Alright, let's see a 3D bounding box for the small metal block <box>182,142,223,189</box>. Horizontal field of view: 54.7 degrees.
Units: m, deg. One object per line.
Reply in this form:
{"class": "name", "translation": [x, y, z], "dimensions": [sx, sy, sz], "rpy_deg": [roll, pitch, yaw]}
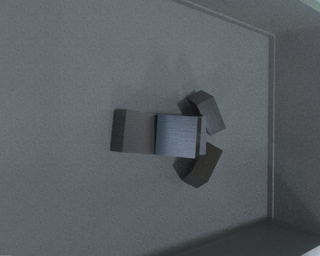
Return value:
{"class": "small metal block", "translation": [0.059, 0.053, 0.437], "dimensions": [0.025, 0.050, 0.050], "rpy_deg": [31, 66, 1]}

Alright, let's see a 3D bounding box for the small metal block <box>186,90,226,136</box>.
{"class": "small metal block", "translation": [0.065, -0.023, 0.442], "dimensions": [0.025, 0.050, 0.050], "rpy_deg": [-27, 111, -3]}

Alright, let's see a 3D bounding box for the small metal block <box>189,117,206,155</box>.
{"class": "small metal block", "translation": [0.035, 0.010, 0.420], "dimensions": [0.025, 0.050, 0.050], "rpy_deg": [1, 89, -40]}

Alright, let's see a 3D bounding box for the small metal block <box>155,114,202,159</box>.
{"class": "small metal block", "translation": [0.023, 0.010, 0.386], "dimensions": [0.025, 0.050, 0.050], "rpy_deg": [2, 92, -72]}

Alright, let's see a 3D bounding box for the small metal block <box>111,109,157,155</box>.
{"class": "small metal block", "translation": [-0.030, 0.006, 0.380], "dimensions": [0.050, 0.025, 0.050], "rpy_deg": [8, 85, -40]}
